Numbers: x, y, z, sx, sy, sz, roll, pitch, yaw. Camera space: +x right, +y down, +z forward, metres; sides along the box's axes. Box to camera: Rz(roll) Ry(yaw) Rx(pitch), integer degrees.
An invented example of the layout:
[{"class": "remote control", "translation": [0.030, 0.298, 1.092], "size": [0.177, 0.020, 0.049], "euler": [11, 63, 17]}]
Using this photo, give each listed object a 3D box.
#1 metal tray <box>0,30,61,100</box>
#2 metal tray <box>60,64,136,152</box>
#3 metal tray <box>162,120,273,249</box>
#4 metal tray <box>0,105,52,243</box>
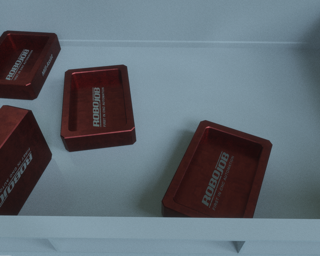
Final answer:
[{"class": "metal tray", "translation": [-0.220, -0.102, 0.485], "size": [0.091, 0.030, 0.130], "euler": [4, 50, 3]}, {"class": "metal tray", "translation": [-0.085, -0.032, 0.427], "size": [0.091, 0.030, 0.130], "euler": [-7, 50, -6]}, {"class": "metal tray", "translation": [0.068, 0.057, 0.354], "size": [0.090, 0.030, 0.130], "euler": [19, 52, 15]}, {"class": "metal tray", "translation": [-0.166, 0.052, 0.317], "size": [0.030, 0.090, 0.130], "euler": [12, 51, 10]}]
